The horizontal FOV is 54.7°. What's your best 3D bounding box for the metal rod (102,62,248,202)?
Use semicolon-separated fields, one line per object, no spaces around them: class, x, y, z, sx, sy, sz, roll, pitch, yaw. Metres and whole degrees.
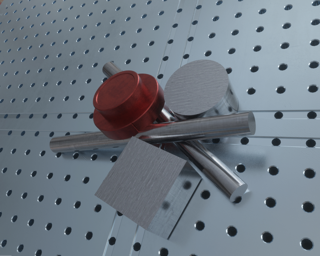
metal rod;0.000;-0.015;0.417;0.025;0.025;0.300;-43;51;-2

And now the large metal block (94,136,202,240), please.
large metal block;-0.013;0.066;0.354;0.080;0.050;0.080;22;73;35

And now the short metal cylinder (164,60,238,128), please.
short metal cylinder;0.052;-0.038;0.386;0.080;0.050;0.080;-13;56;20

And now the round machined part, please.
round machined part;-0.046;-0.036;0.399;0.098;0.042;0.098;-19;44;20

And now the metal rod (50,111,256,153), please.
metal rod;-0.033;0.010;0.394;0.300;0.025;0.025;-7;58;32
